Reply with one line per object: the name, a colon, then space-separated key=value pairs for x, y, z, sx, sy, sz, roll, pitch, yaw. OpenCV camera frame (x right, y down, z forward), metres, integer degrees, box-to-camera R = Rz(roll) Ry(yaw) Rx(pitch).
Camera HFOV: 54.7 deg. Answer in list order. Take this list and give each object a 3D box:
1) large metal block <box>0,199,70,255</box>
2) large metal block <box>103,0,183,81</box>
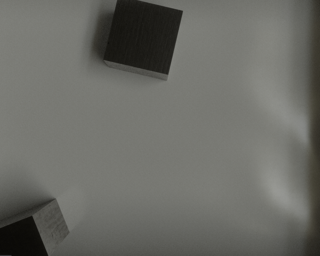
large metal block: x=-0.170 y=0.134 z=0.382 sx=0.080 sy=0.080 sz=0.050 roll=-21 pitch=90 yaw=0
large metal block: x=-0.020 y=-0.112 z=0.399 sx=0.080 sy=0.050 sz=0.080 roll=13 pitch=90 yaw=-1
